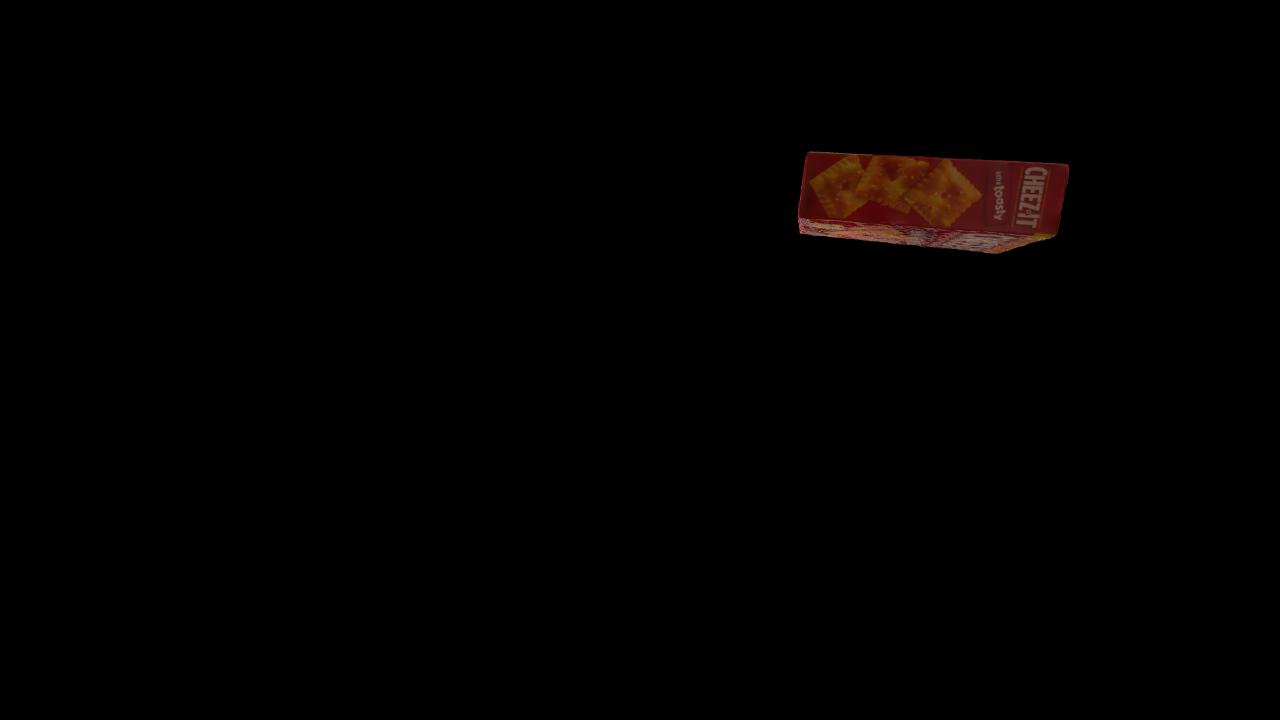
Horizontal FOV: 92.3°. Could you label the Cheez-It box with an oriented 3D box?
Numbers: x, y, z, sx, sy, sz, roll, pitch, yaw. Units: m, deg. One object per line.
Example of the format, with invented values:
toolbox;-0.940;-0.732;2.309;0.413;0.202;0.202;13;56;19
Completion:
Cheez-It box;0.278;-0.157;0.627;0.223;0.071;0.166;8;8;14
